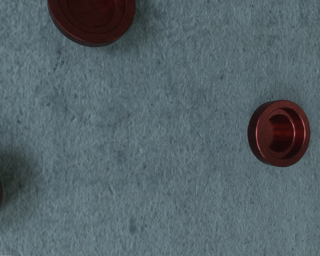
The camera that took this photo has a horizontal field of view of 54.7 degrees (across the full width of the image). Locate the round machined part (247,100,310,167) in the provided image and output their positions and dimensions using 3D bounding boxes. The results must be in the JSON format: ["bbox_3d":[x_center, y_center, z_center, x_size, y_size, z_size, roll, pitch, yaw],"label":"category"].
[{"bbox_3d":[0.172,0.008,0.466,0.099,0.042,0.097,0,90,-21],"label":"round machined part"}]

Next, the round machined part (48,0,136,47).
[{"bbox_3d":[-0.082,-0.145,0.370,0.099,0.042,0.097,0,90,-21],"label":"round machined part"}]

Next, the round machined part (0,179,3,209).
[{"bbox_3d":[-0.217,0.071,0.320,0.099,0.042,0.097,0,90,-21],"label":"round machined part"}]
